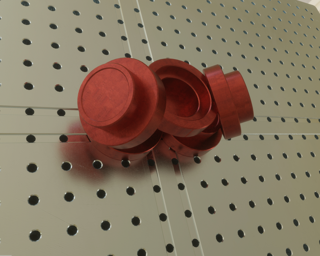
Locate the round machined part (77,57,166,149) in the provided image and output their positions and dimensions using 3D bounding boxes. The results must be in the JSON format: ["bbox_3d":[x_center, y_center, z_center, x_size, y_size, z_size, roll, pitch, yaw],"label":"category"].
[{"bbox_3d":[-0.047,-0.029,0.326,0.042,0.098,0.098,28,39,-62],"label":"round machined part"}]

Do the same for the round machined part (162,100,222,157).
[{"bbox_3d":[0.047,-0.013,0.432,0.099,0.042,0.098,14,56,-21],"label":"round machined part"}]

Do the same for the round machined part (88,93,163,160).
[{"bbox_3d":[-0.040,-0.013,0.384,0.099,0.042,0.098,14,56,-21],"label":"round machined part"}]

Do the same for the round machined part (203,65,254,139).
[{"bbox_3d":[0.091,-0.037,0.405,0.042,0.098,0.098,-18,65,8],"label":"round machined part"}]

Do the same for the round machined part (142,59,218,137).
[{"bbox_3d":[0.017,-0.032,0.372,0.099,0.042,0.098,14,56,-21],"label":"round machined part"}]
